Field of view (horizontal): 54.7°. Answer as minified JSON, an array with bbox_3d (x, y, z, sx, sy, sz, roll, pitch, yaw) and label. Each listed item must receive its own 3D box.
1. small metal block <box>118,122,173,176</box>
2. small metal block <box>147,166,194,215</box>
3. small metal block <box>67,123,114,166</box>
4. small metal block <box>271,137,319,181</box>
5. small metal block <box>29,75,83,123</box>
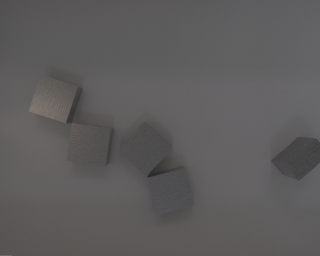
[{"bbox_3d":[-0.019,0.027,0.411,0.050,0.025,0.050,43,90,0],"label":"small metal block"},{"bbox_3d":[0.014,0.082,0.411,0.050,0.025,0.050,-14,90,0],"label":"small metal block"},{"bbox_3d":[-0.092,0.021,0.411,0.050,0.025,0.050,8,90,0],"label":"small metal block"},{"bbox_3d":[0.179,0.038,0.400,0.050,0.050,0.025,-41,90,0],"label":"small metal block"},{"bbox_3d":[-0.137,-0.037,0.410,0.050,0.025,0.050,18,90,0],"label":"small metal block"}]
